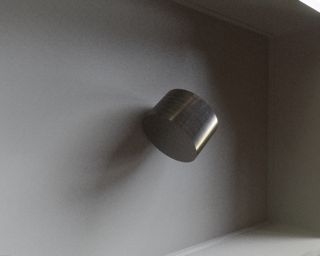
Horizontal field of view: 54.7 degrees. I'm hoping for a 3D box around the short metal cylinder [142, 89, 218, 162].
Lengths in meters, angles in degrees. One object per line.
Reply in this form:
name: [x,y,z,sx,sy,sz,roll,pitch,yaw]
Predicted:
short metal cylinder: [0.025,-0.002,0.390,0.050,0.080,0.080,-49,120,-29]
